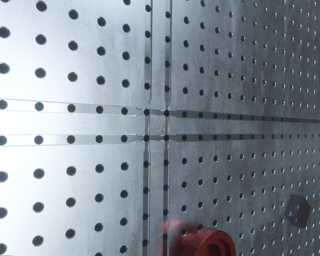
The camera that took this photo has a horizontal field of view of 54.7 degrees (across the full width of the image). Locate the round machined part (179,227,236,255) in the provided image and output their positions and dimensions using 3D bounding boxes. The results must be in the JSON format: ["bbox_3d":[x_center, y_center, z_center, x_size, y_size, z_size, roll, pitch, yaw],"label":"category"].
[{"bbox_3d":[0.064,0.195,0.453,0.099,0.042,0.097,0,90,-40],"label":"round machined part"}]

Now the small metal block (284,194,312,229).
[{"bbox_3d":[0.292,0.176,0.655,0.050,0.025,0.050,47,62,-30],"label":"small metal block"}]
